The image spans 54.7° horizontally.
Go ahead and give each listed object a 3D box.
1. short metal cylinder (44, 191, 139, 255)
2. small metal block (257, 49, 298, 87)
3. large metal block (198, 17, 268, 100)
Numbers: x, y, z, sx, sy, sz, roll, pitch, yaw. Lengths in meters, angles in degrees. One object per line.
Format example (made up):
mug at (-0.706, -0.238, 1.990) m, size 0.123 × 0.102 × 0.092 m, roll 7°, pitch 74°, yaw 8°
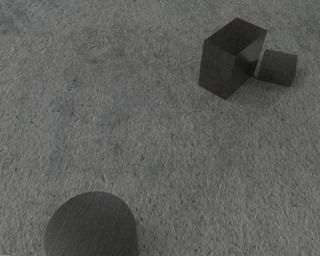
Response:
short metal cylinder at (-0.062, 0.108, 0.295) m, size 0.081 × 0.050 × 0.080 m, roll 0°, pitch 50°, yaw 0°
small metal block at (0.184, -0.094, 0.485) m, size 0.050 × 0.025 × 0.050 m, roll 15°, pitch 52°, yaw 12°
large metal block at (0.104, -0.101, 0.454) m, size 0.050 × 0.080 × 0.080 m, roll 35°, pitch 58°, yaw 25°
